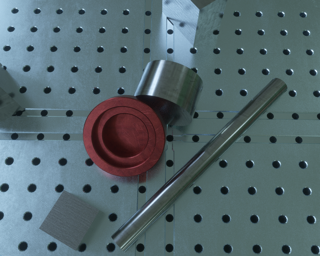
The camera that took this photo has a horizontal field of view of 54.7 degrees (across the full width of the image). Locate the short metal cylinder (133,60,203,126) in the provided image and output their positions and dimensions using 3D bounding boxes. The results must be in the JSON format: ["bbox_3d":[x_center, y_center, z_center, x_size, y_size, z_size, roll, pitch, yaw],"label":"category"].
[{"bbox_3d":[0.010,-0.043,0.398,0.080,0.080,0.050,18,71,6],"label":"short metal cylinder"}]

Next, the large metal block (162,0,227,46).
[{"bbox_3d":[0.048,-0.182,0.449,0.050,0.080,0.080,-34,74,-11],"label":"large metal block"}]

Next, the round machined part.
[{"bbox_3d":[-0.041,0.007,0.384,0.099,0.042,0.097,1,103,5],"label":"round machined part"}]

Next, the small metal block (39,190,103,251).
[{"bbox_3d":[-0.105,0.110,0.371,0.050,0.025,0.050,27,72,9],"label":"small metal block"}]

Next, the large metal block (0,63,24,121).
[{"bbox_3d":[-0.232,-0.059,0.402,0.050,0.080,0.080,-29,73,-10],"label":"large metal block"}]

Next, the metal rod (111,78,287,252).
[{"bbox_3d":[0.060,0.038,0.398,0.301,0.025,0.025,-42,76,-14],"label":"metal rod"}]
